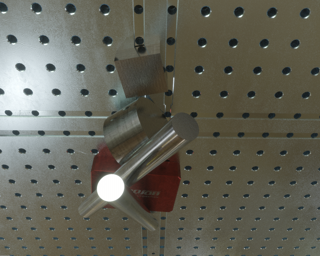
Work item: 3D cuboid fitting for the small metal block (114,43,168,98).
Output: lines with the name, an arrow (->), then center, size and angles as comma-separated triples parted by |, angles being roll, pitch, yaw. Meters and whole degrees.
small metal block -> -0.020, -0.065, 0.356 | 0.050, 0.025, 0.050 | -9, 130, 6

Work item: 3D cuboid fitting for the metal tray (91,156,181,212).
metal tray -> -0.039, 0.090, 0.484 | 0.131, 0.030, 0.089 | 5, 130, -5

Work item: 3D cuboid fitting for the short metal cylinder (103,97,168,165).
short metal cylinder -> -0.024, 0.009, 0.383 | 0.050, 0.080, 0.080 | -29, 125, 22

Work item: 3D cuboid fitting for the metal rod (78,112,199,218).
metal rod -> -0.047, 0.063, 0.364 | 0.025, 0.025, 0.299 | 22, 145, -18

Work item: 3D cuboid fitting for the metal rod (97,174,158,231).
metal rod -> -0.030, 0.113, 0.418 | 0.025, 0.025, 0.299 | -5, 156, 4
